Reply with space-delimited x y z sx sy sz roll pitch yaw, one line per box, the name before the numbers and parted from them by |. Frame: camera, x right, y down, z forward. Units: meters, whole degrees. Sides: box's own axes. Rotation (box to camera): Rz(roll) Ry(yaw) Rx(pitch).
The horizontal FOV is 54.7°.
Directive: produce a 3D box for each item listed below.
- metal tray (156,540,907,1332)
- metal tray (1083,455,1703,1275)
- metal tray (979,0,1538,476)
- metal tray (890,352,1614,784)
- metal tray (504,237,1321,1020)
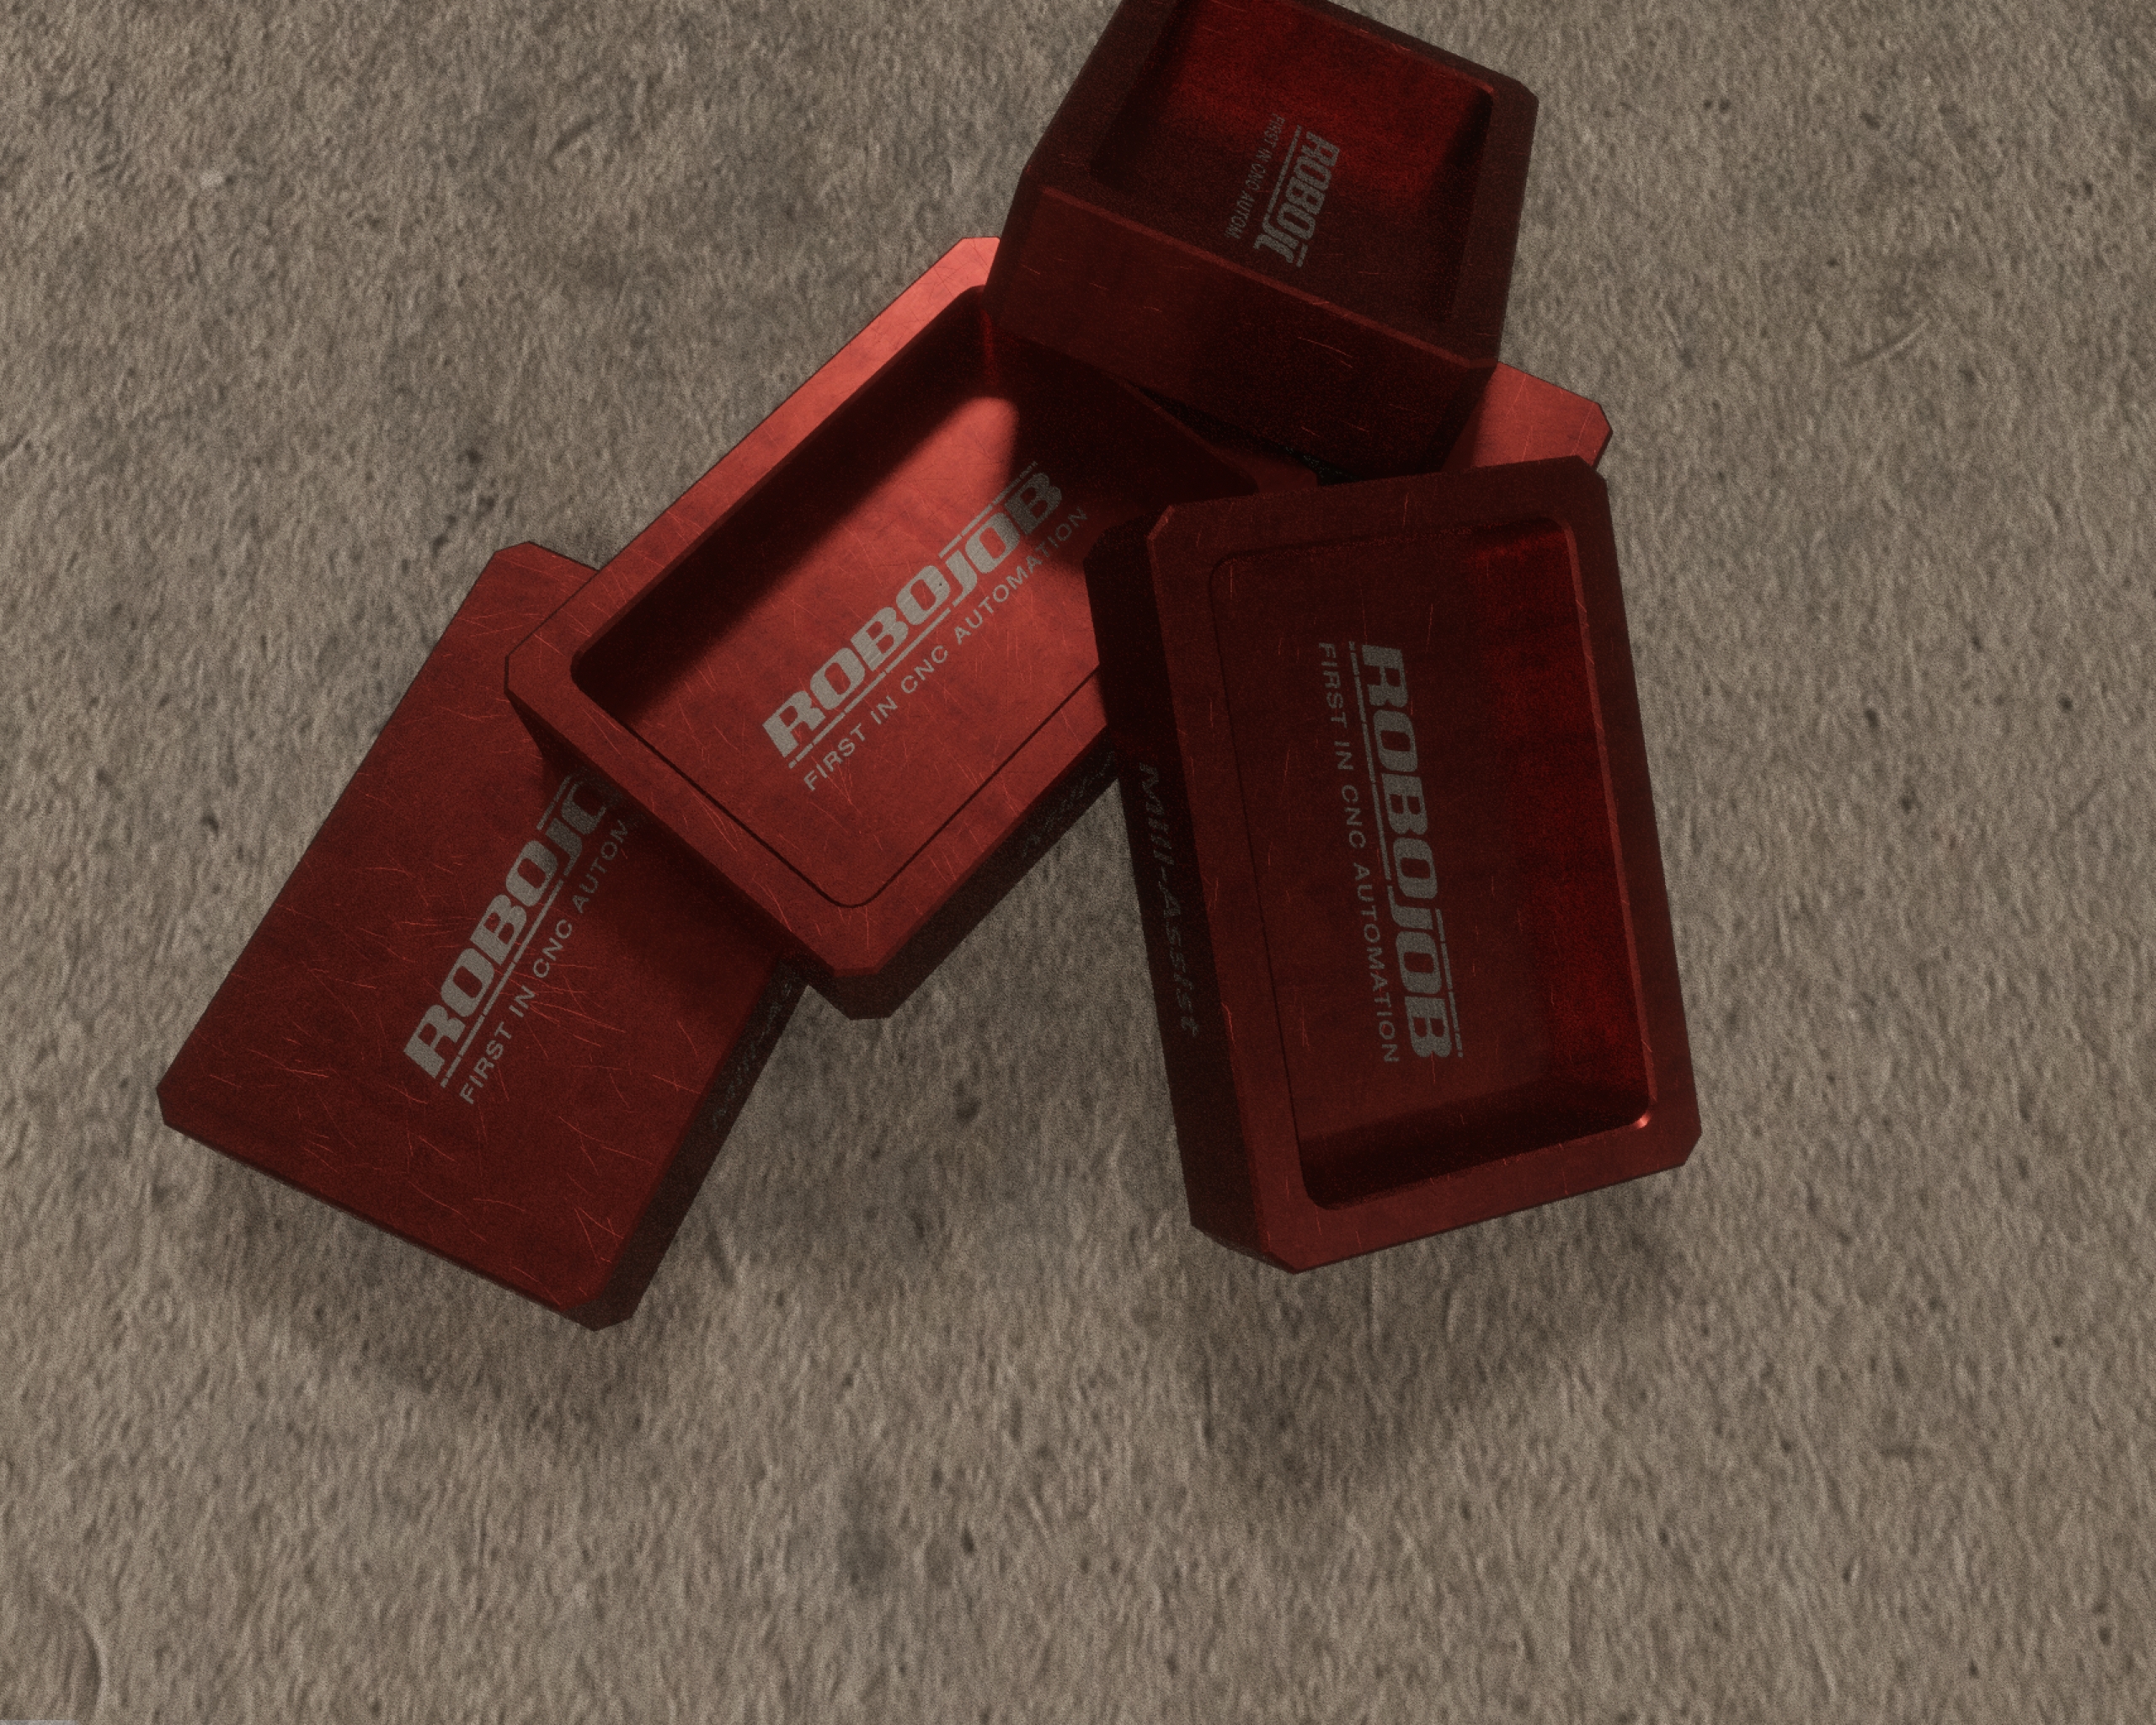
metal tray | -0.099 0.012 0.400 0.090 0.030 0.130 23 71 8
metal tray | 0.057 -0.002 0.372 0.091 0.030 0.129 -11 94 -21
metal tray | 0.041 -0.135 0.420 0.090 0.030 0.130 22 44 -3
metal tray | 0.033 -0.077 0.435 0.130 0.030 0.090 26 72 8
metal tray | -0.028 -0.046 0.391 0.090 0.030 0.130 40 74 13
